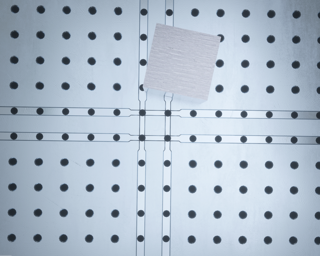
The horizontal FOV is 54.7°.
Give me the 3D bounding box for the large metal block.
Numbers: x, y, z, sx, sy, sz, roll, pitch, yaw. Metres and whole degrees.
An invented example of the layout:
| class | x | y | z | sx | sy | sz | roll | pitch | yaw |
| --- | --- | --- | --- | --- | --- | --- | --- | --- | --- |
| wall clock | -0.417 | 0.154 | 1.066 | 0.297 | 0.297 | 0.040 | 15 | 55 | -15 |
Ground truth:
| class | x | y | z | sx | sy | sz | roll | pitch | yaw |
| --- | --- | --- | --- | --- | --- | --- | --- | --- | --- |
| large metal block | 0.027 | -0.081 | 0.401 | 0.080 | 0.050 | 0.080 | 12 | 90 | -1 |
